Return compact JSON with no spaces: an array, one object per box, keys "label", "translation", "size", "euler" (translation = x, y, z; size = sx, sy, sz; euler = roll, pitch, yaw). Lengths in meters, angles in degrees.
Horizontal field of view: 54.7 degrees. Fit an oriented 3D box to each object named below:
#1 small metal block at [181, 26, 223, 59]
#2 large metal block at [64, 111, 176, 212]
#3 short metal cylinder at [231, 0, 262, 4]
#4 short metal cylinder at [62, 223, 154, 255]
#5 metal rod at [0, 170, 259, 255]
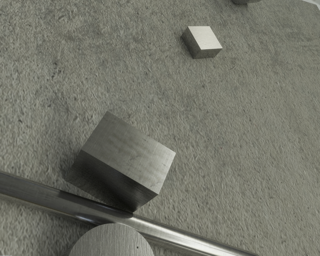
[{"label":"small metal block","translation":[0.072,-0.148,0.535],"size":[0.050,0.025,0.050],"euler":[-13,69,-34]},{"label":"large metal block","translation":[-0.043,0.040,0.322],"size":[0.080,0.080,0.050],"euler":[32,51,-8]},{"label":"short metal cylinder","translation":[0.189,-0.309,0.662],"size":[0.050,0.080,0.080],"euler":[-21,73,-36]},{"label":"short metal cylinder","translation":[-0.050,0.133,0.281],"size":[0.081,0.050,0.080],"euler":[14,56,-21]},{"label":"metal rod","translation":[-0.023,0.106,0.328],"size":[0.302,0.025,0.025],"euler":[23,53,-15]}]
